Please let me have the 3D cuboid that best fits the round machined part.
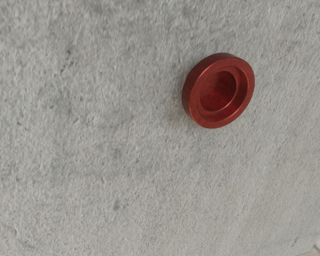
[{"bbox_3d":[0.071,-0.051,0.405,0.099,0.042,0.097,-14,125,-21],"label":"round machined part"}]
